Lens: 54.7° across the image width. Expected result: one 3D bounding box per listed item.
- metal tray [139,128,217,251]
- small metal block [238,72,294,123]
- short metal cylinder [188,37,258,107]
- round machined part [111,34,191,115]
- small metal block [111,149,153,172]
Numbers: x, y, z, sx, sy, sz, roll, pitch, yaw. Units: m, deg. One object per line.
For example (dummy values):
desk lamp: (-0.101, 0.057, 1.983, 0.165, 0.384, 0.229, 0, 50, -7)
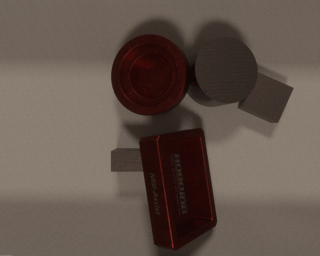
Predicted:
metal tray: (0.025, 0.069, 0.381, 0.030, 0.091, 0.129, -8, 90, 43)
small metal block: (0.140, -0.039, 0.413, 0.050, 0.025, 0.050, 24, 90, -1)
short metal cylinder: (0.074, -0.068, 0.392, 0.081, 0.050, 0.079, 0, 89, -13)
round machined part: (-0.008, -0.065, 0.392, 0.098, 0.042, 0.097, 1, 93, 20)
small metal block: (-0.034, 0.040, 0.399, 0.050, 0.050, 0.025, 0, 90, 0)
